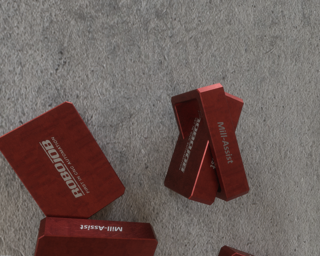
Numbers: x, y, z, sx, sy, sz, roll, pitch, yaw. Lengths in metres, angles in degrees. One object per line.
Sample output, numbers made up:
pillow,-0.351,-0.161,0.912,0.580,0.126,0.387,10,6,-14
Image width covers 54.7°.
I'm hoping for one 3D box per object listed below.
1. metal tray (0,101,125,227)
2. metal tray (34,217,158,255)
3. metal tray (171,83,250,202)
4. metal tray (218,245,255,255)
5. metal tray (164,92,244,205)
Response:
metal tray,-0.113,0.045,0.365,0.090,0.030,0.130,-33,101,-17
metal tray,-0.077,0.153,0.361,0.131,0.030,0.089,10,109,-20
metal tray,0.058,0.016,0.382,0.030,0.090,0.129,-17,94,-18
metal tray,0.135,0.238,0.456,0.131,0.030,0.090,25,82,-18
metal tray,0.052,0.022,0.393,0.030,0.090,0.129,20,84,-18
